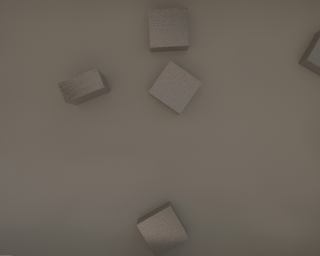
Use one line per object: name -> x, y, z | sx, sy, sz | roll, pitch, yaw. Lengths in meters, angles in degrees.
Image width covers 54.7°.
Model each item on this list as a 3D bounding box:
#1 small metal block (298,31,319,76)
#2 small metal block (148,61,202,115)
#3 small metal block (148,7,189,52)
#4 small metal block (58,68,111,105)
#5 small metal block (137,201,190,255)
small metal block -> 0.225, -0.098, 0.414 | 0.050, 0.025, 0.050 | 30, 90, -1
small metal block -> 0.020, -0.052, 0.412 | 0.050, 0.025, 0.050 | 35, 90, -1
small metal block -> 0.011, -0.130, 0.412 | 0.050, 0.025, 0.050 | -3, 90, -1
small metal block -> -0.095, -0.052, 0.398 | 0.050, 0.050, 0.025 | -22, 90, 0
small metal block -> 0.004, 0.134, 0.412 | 0.050, 0.025, 0.050 | -30, 90, -1
